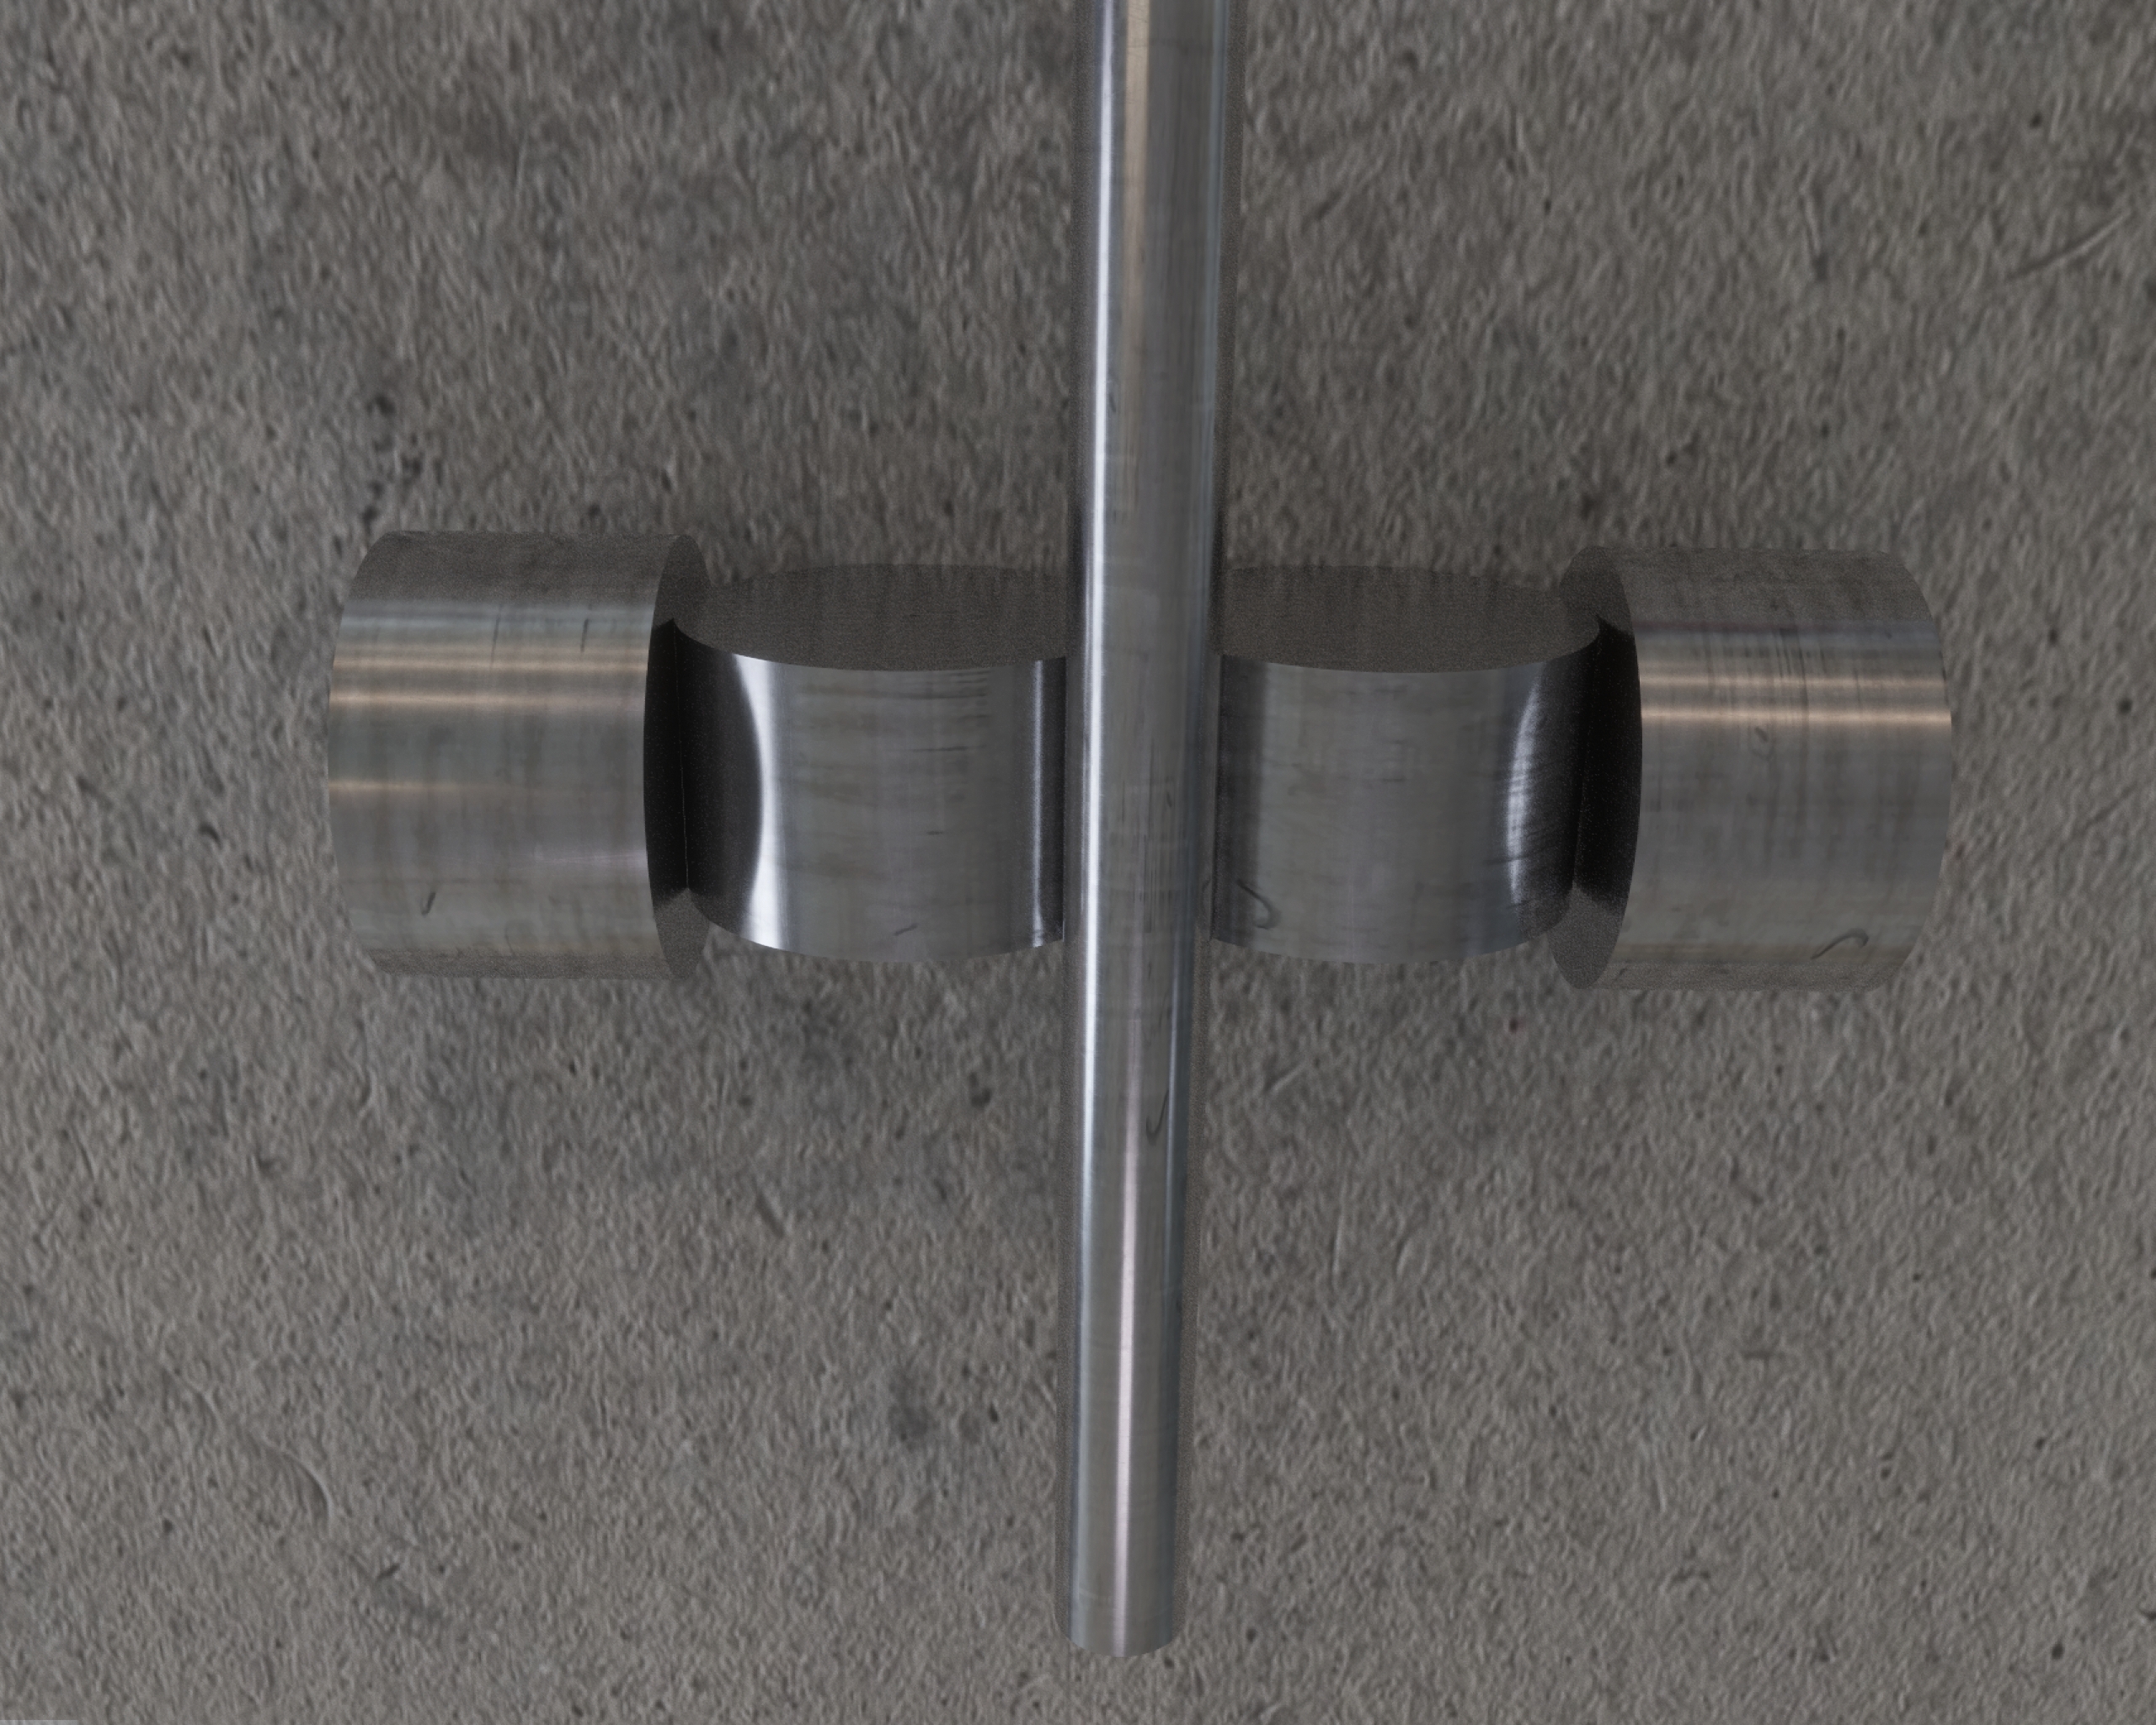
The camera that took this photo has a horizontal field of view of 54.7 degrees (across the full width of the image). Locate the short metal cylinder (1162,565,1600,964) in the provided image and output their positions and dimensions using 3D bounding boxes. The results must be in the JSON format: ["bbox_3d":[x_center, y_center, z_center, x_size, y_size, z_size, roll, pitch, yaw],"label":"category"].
[{"bbox_3d":[0.050,-0.020,0.374,0.081,0.080,0.050,1,110,-1],"label":"short metal cylinder"}]

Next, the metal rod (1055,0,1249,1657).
[{"bbox_3d":[0.010,0.003,0.347,0.025,0.025,0.298,1,110,-1],"label":"metal rod"}]

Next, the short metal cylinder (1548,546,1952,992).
[{"bbox_3d":[0.116,-0.017,0.377,0.050,0.080,0.079,1,110,-1],"label":"short metal cylinder"}]

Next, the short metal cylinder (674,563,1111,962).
[{"bbox_3d":[-0.030,-0.021,0.374,0.081,0.080,0.050,1,110,-1],"label":"short metal cylinder"}]

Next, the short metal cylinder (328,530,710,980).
[{"bbox_3d":[-0.095,-0.019,0.374,0.050,0.080,0.079,1,110,-1],"label":"short metal cylinder"}]
